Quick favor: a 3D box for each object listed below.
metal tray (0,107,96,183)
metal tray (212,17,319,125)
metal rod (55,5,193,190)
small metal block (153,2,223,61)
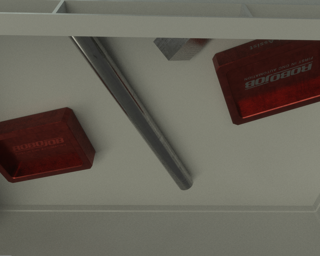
[{"bbox_3d":[-0.167,0.027,0.425,0.131,0.030,0.090,-11,130,9],"label":"metal tray"},{"bbox_3d":[0.136,-0.061,0.355,0.130,0.030,0.090,-17,129,13],"label":"metal tray"},{"bbox_3d":[-0.027,-0.015,0.396,0.025,0.025,0.299,-21,127,17],"label":"metal rod"},{"bbox_3d":[0.029,-0.094,0.310,0.050,0.050,0.025,-42,80,30],"label":"small metal block"}]
